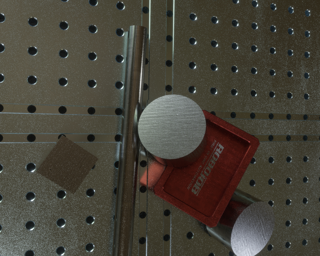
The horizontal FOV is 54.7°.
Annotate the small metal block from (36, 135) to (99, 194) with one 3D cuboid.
[{"bbox_3d":[-0.111,0.043,0.372,0.050,0.025,0.050,37,78,-17],"label":"small metal block"}]

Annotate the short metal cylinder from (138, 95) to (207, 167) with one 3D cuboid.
[{"bbox_3d":[0.018,0.005,0.386,0.080,0.050,0.080,-3,71,10],"label":"short metal cylinder"}]

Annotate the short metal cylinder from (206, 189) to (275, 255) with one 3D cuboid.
[{"bbox_3d":[0.112,0.131,0.431,0.081,0.050,0.079,-7,104,-29],"label":"short metal cylinder"}]

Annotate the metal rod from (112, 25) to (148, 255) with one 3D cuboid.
[{"bbox_3d":[-0.039,0.020,0.398,0.025,0.025,0.298,4,89,-20],"label":"metal rod"}]

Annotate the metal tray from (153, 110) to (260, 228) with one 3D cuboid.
[{"bbox_3d":[0.062,0.052,0.413,0.090,0.030,0.130,30,79,8],"label":"metal tray"}]
